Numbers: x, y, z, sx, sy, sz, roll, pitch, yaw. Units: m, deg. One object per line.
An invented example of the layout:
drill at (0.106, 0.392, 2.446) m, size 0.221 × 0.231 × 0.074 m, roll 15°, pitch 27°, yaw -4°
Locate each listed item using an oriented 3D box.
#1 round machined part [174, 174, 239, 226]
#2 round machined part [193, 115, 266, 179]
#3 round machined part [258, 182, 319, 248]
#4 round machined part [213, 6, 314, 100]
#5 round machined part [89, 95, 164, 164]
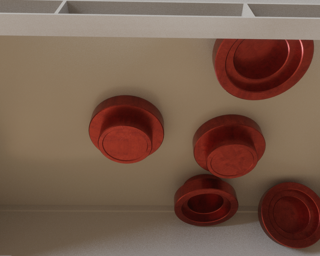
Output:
round machined part at (0.071, 0.111, 0.493) m, size 0.099 × 0.042 × 0.097 m, roll 0°, pitch 130°, yaw 0°
round machined part at (0.096, 0.032, 0.426) m, size 0.099 × 0.042 × 0.097 m, roll 0°, pitch 130°, yaw 0°
round machined part at (0.204, 0.137, 0.490) m, size 0.099 × 0.098 × 0.042 m, roll -1°, pitch 162°, yaw 1°
round machined part at (0.105, -0.081, 0.330) m, size 0.099 × 0.042 × 0.097 m, roll 0°, pitch 130°, yaw 0°
round machined part at (-0.044, 0.009, 0.405) m, size 0.099 × 0.042 × 0.097 m, roll 0°, pitch 130°, yaw 0°
